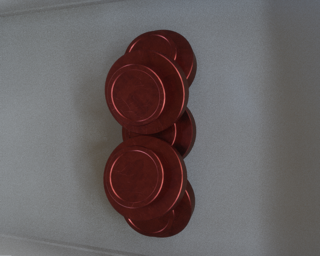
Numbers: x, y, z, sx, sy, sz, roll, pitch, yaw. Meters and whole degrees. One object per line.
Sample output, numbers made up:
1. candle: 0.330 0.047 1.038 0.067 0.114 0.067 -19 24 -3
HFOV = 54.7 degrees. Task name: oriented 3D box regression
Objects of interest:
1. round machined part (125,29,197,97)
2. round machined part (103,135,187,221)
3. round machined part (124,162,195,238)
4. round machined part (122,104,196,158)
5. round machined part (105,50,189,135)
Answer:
1. round machined part: -0.006 -0.082 0.390 0.098 0.042 0.098 -5 72 18
2. round machined part: -0.022 0.056 0.353 0.098 0.042 0.098 -4 78 19
3. round machined part: -0.009 0.095 0.388 0.098 0.042 0.097 5 107 18
4. round machined part: -0.006 0.004 0.402 0.098 0.042 0.097 0 89 20
5. round machined part: -0.020 -0.039 0.352 0.098 0.042 0.097 5 104 19
